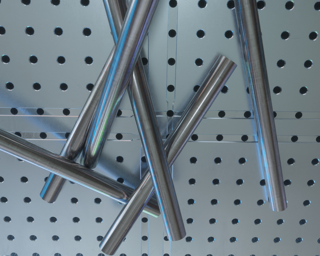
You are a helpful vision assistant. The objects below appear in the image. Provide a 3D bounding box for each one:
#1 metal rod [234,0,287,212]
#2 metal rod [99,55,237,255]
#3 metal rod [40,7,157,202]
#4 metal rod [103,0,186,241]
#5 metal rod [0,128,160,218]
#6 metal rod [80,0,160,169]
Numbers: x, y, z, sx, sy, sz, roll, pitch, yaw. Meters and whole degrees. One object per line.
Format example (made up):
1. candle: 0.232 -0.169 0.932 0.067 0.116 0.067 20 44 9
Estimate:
1. metal rod: 0.135 -0.020 0.406 0.025 0.025 0.299 -14 110 5
2. metal rod: 0.006 0.041 0.405 0.025 0.025 0.299 31 99 -11
3. metal rod: -0.087 -0.024 0.403 0.025 0.025 0.299 28 108 -10
4. metal rod: -0.015 -0.003 0.369 0.025 0.025 0.298 -13 102 5
5. metal rod: -0.124 0.052 0.403 0.301 0.025 0.025 29 108 -22
6. metal rod: -0.046 -0.054 0.337 0.025 0.025 0.298 21 130 -8
